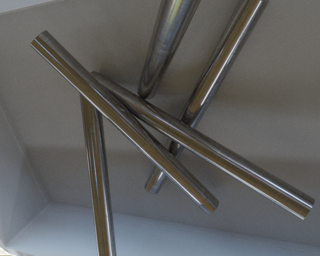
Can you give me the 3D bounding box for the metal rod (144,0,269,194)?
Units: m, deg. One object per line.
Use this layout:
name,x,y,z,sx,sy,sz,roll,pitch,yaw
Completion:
metal rod,0.039,-0.016,0.377,0.025,0.025,0.298,31,128,7

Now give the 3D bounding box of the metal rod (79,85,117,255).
metal rod,-0.077,0.094,0.406,0.025,0.025,0.298,0,99,28

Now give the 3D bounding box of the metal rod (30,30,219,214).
metal rod,-0.032,0.004,0.381,0.300,0.025,0.025,45,129,-15

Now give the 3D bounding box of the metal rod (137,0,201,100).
metal rod,0.008,-0.079,0.246,0.025,0.025,0.299,40,165,0

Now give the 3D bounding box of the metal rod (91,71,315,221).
metal rod,0.028,0.008,0.362,0.300,0.025,0.025,32,129,21
